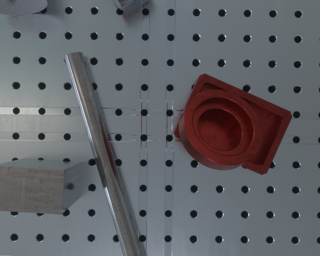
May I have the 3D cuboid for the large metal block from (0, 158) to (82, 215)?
[{"bbox_3d":[-0.148,0.069,0.385,0.081,0.080,0.050,3,90,0],"label":"large metal block"}]

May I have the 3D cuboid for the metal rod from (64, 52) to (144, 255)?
[{"bbox_3d":[-0.072,0.046,0.412,0.025,0.025,0.298,-17,90,0],"label":"metal rod"}]

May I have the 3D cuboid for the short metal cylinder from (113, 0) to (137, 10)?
[{"bbox_3d":[-0.050,-0.196,0.385,0.050,0.080,0.080,-35,90,0],"label":"short metal cylinder"}]

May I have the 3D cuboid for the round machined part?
[{"bbox_3d":[0.070,0.005,0.379,0.099,0.042,0.098,6,64,-12],"label":"round machined part"}]

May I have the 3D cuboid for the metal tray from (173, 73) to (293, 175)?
[{"bbox_3d":[0.094,-0.005,0.411,0.131,0.030,0.090,24,90,0],"label":"metal tray"}]

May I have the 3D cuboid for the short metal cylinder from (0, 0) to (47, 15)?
[{"bbox_3d":[-0.185,-0.180,0.384,0.080,0.080,0.050,-7,90,0],"label":"short metal cylinder"}]
